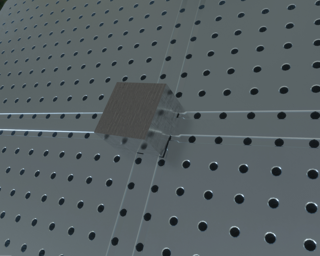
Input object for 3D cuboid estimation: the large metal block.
[{"bbox_3d":[-0.028,-0.013,0.416,0.080,0.050,0.080,7,65,31],"label":"large metal block"}]
